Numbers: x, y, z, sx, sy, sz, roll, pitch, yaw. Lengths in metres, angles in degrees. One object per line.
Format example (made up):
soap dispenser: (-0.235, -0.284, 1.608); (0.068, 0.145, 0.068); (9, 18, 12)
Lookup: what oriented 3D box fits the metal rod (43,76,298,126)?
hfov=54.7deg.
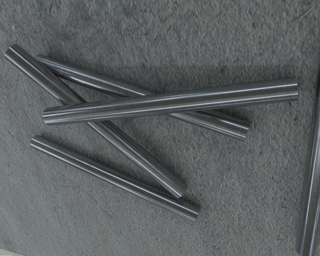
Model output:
metal rod: (-0.004, -0.027, 0.360); (0.301, 0.025, 0.025); (-5, 116, 19)

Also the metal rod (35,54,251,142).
metal rod: (-0.035, -0.044, 0.398); (0.301, 0.025, 0.025); (20, 126, 16)

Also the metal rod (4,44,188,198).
metal rod: (-0.082, -0.005, 0.427); (0.300, 0.025, 0.025); (40, 129, -8)

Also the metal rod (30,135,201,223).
metal rod: (-0.079, 0.076, 0.495); (0.301, 0.025, 0.025); (21, 127, 15)

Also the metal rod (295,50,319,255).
metal rod: (0.172, 0.029, 0.333); (0.025, 0.025, 0.298); (7, 122, 25)
